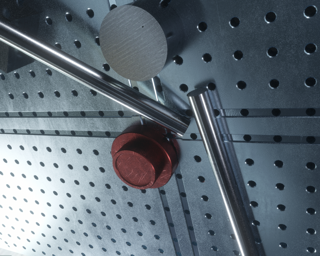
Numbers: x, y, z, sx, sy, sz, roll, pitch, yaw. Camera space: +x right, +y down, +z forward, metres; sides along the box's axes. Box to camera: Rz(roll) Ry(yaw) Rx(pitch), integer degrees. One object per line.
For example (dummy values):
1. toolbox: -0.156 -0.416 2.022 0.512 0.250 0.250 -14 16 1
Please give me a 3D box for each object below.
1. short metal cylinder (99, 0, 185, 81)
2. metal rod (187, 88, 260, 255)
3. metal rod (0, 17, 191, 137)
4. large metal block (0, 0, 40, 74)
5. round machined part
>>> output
1. short metal cylinder: -0.019 -0.098 0.343 0.080 0.050 0.079 13 124 20
2. metal rod: 0.094 0.088 0.414 0.025 0.025 0.298 -8 115 31
3. metal rod: -0.100 -0.070 0.380 0.301 0.025 0.025 28 129 -5
4. large metal block: -0.219 -0.136 0.424 0.080 0.050 0.079 33 129 6
5. round machined part: -0.028 0.049 0.444 0.098 0.042 0.097 13 124 20
